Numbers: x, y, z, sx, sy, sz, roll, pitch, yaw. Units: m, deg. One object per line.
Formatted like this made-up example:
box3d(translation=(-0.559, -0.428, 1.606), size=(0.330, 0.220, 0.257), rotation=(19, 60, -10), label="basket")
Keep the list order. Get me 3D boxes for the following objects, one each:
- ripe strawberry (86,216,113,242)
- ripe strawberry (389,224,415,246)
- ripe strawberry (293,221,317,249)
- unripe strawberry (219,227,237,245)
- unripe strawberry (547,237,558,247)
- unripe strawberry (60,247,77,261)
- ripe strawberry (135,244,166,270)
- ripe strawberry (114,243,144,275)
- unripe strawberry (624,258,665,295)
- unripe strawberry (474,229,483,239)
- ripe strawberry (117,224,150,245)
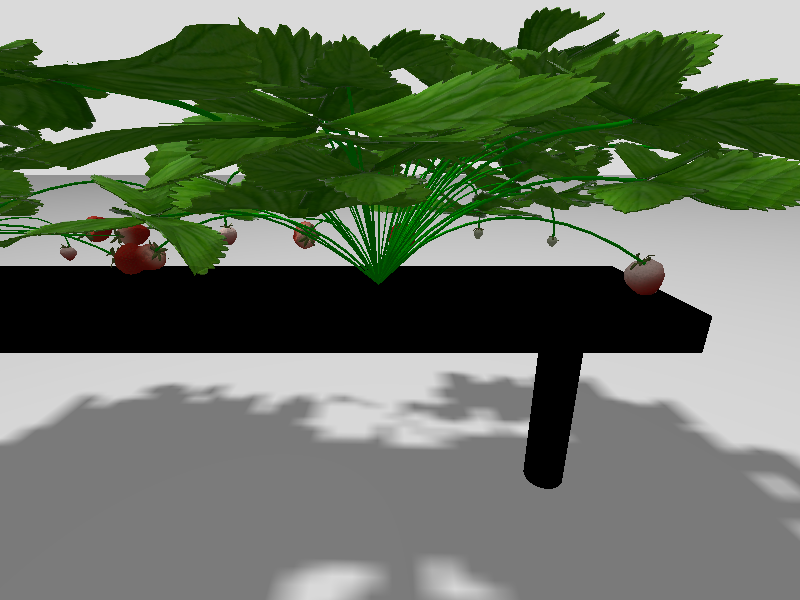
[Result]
box3d(translation=(-0.413, -0.098, 0.551), size=(0.031, 0.036, 0.034), rotation=(5, 19, 15), label="ripe strawberry")
box3d(translation=(0.003, -0.078, 0.498), size=(0.034, 0.036, 0.037), rotation=(3, 19, 8), label="ripe strawberry")
box3d(translation=(-0.122, -0.083, 0.509), size=(0.030, 0.034, 0.032), rotation=(-12, 17, -31), label="ripe strawberry")
box3d(translation=(-0.228, -0.085, 0.532), size=(0.020, 0.024, 0.024), rotation=(16, 25, 38), label="unripe strawberry")
box3d(translation=(0.174, -0.067, 0.458), size=(0.010, 0.011, 0.011), rotation=(-10, 21, -27), label="unripe strawberry")
box3d(translation=(-0.371, -0.052, 0.449), size=(0.015, 0.015, 0.016), rotation=(-17, 25, -40), label="unripe strawberry")
box3d(translation=(-0.251, -0.041, 0.401), size=(0.028, 0.027, 0.030), rotation=(-31, 10, 19), label="ripe strawberry")
box3d(translation=(-0.262, -0.040, 0.396), size=(0.032, 0.031, 0.029), rotation=(1, 19, -11), label="ripe strawberry")
box3d(translation=(0.207, -0.018, 0.339), size=(0.030, 0.031, 0.029), rotation=(-23, 15, 13), label="unripe strawberry")
box3d(translation=(0.107, -0.090, 0.548), size=(0.013, 0.014, 0.014), rotation=(12, 22, 31), label="unripe strawberry")
box3d(translation=(-0.347, -0.087, 0.523), size=(0.036, 0.031, 0.036), rotation=(13, 22, 33), label="ripe strawberry")
